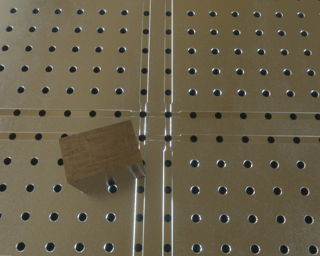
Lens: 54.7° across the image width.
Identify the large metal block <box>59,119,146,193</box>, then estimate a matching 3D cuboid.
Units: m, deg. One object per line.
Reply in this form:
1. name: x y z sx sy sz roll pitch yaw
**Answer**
1. large metal block: -0.064 0.037 0.368 0.081 0.080 0.050 -15 71 -6
